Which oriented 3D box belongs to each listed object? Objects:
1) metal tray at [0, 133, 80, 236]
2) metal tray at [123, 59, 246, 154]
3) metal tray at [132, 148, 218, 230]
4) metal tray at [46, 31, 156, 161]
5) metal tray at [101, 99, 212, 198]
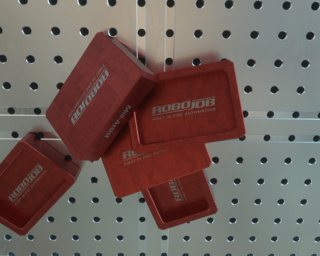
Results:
[{"bbox_3d":[-0.189,0.082,0.438,0.090,0.030,0.130,41,105,-14],"label":"metal tray"},{"bbox_3d":[0.028,-0.023,0.368,0.131,0.030,0.089,-9,86,7],"label":"metal tray"},{"bbox_3d":[0.019,0.074,0.438,0.090,0.030,0.129,-20,109,6],"label":"metal tray"},{"bbox_3d":[-0.075,-0.036,0.368,0.090,0.030,0.129,47,108,28],"label":"metal tray"},{"bbox_3d":[-0.009,0.027,0.403,0.130,0.030,0.090,-21,87,7],"label":"metal tray"}]
